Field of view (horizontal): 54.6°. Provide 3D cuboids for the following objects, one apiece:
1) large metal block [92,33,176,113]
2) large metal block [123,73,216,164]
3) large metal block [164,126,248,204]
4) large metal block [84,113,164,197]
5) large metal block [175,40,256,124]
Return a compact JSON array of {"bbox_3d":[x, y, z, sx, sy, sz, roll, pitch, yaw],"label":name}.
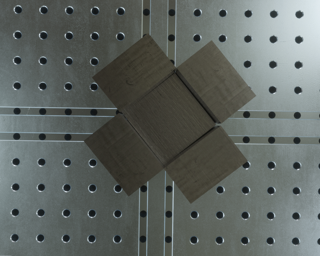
[{"bbox_3d":[-0.029,-0.062,0.386,0.080,0.080,0.050,-38,90,0],"label":"large metal block"},{"bbox_3d":[0.012,-0.011,0.400,0.080,0.050,0.080,-38,89,2],"label":"large metal block"},{"bbox_3d":[0.052,0.041,0.387,0.080,0.080,0.050,-37,90,0],"label":"large metal block"},{"bbox_3d":[-0.040,0.029,0.385,0.050,0.080,0.080,-39,91,0],"label":"large metal block"},{"bbox_3d":[0.063,-0.052,0.386,0.050,0.080,0.080,-39,91,0],"label":"large metal block"}]
